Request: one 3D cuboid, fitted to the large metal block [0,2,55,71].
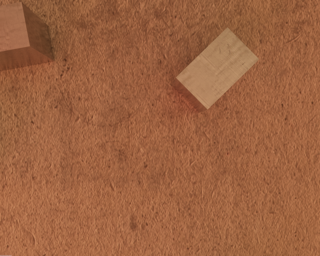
[{"bbox_3d":[-0.187,-0.108,0.381,0.080,0.080,0.050,-11,90,0],"label":"large metal block"}]

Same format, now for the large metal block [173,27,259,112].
[{"bbox_3d":[0.064,-0.066,0.383,0.080,0.080,0.050,-44,90,0],"label":"large metal block"}]
